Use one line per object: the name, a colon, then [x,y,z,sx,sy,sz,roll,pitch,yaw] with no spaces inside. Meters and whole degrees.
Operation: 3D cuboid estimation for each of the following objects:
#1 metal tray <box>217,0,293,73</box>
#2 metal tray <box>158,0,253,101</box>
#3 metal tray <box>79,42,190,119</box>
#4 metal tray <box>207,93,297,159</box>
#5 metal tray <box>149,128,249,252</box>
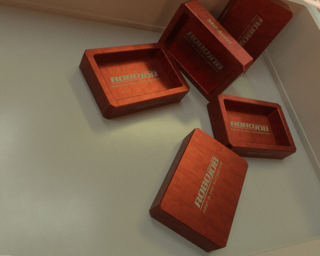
metal tray: [0.137,-0.157,0.508,0.091,0.129,0.030,18,45,-18]
metal tray: [0.065,-0.115,0.471,0.130,0.090,0.030,49,51,5]
metal tray: [-0.032,-0.070,0.428,0.131,0.030,0.090,-17,71,-35]
metal tray: [0.143,-0.001,0.482,0.131,0.030,0.090,6,59,-26]
metal tray: [0.054,0.073,0.389,0.090,0.030,0.130,34,51,-6]
